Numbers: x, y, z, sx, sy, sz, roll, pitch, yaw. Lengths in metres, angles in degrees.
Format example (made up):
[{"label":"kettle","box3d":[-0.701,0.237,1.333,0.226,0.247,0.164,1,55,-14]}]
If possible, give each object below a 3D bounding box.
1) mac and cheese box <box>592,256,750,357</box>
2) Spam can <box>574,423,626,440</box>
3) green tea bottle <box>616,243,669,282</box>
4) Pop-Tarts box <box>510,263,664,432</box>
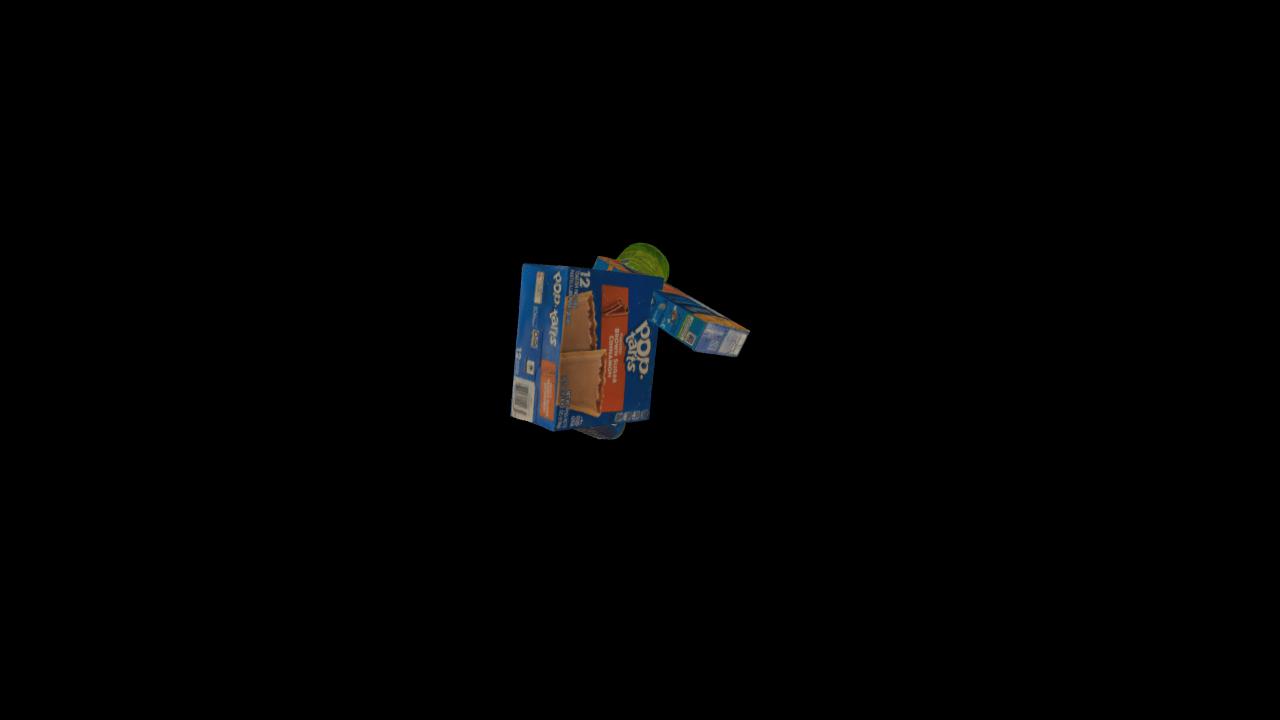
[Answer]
[{"label":"mac and cheese box","box3d":[0.031,-0.064,0.718,0.184,0.041,0.093,36,19,35]},{"label":"Spam can","box3d":[-0.057,0.039,0.746,0.058,0.101,0.085,-4,-22,35]},{"label":"green tea bottle","box3d":[-0.035,-0.061,0.730,0.073,0.073,0.212,0,36,33]},{"label":"Pop-Tarts box","box3d":[-0.056,-0.016,0.674,0.083,0.167,0.141,13,10,43]}]
